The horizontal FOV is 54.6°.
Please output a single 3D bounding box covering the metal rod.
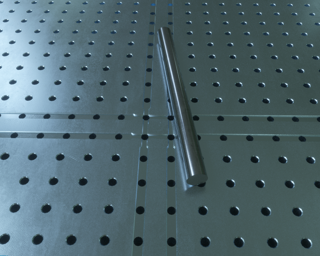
[{"bbox_3d":[0.025,-0.054,0.453,0.025,0.025,0.300,-5,50,-4],"label":"metal rod"}]
